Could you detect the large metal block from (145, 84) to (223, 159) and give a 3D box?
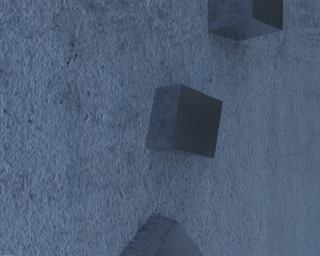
[{"bbox_3d":[0.034,-0.006,0.416,0.081,0.050,0.080,16,80,-39],"label":"large metal block"}]

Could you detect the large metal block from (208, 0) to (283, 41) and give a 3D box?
[{"bbox_3d":[0.132,-0.175,0.478,0.081,0.080,0.050,0,90,-40],"label":"large metal block"}]

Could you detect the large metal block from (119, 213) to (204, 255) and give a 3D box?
[{"bbox_3d":[0.003,0.169,0.391,0.080,0.050,0.080,-48,119,-29],"label":"large metal block"}]
